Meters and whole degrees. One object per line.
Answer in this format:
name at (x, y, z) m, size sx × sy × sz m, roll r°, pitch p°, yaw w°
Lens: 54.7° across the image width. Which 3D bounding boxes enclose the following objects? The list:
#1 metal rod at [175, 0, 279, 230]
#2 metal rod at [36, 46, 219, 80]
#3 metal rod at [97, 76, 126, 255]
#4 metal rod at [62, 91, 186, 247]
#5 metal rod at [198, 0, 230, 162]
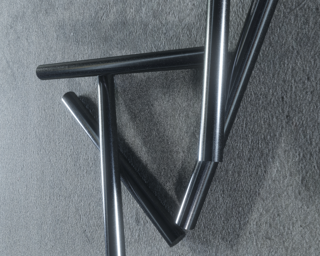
metal rod at (0.074, -0.022, 0.342) m, size 0.025 × 0.025 × 0.298 m, roll 27°, pitch 107°, yaw 36°
metal rod at (-0.064, -0.086, 0.429) m, size 0.300 × 0.025 × 0.025 m, roll 2°, pitch 91°, yaw 31°
metal rod at (-0.068, 0.053, 0.425) m, size 0.025 × 0.025 × 0.299 m, roll -22°, pitch 66°, yaw 37°
metal rod at (-0.067, 0.044, 0.457) m, size 0.300 × 0.025 × 0.025 m, roll 47°, pitch 118°, yaw 29°
metal rod at (0.062, -0.114, 0.331) m, size 0.025 × 0.025 × 0.298 m, roll -1°, pitch 83°, yaw 39°
